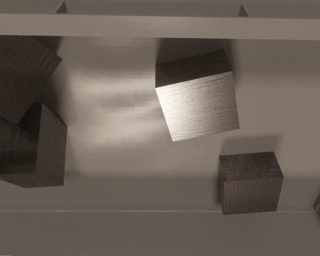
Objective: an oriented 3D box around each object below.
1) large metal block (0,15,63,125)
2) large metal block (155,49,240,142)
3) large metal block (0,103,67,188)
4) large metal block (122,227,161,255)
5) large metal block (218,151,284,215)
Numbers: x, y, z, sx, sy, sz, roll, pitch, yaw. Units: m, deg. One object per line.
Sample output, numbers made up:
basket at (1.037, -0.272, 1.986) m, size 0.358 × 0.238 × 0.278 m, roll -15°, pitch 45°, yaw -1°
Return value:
large metal block at (-0.161, -0.059, 0.312) m, size 0.080 × 0.080 × 0.050 m, roll 36°, pitch 165°, yaw -27°
large metal block at (0.044, -0.037, 0.362) m, size 0.080 × 0.050 × 0.080 m, roll -12°, pitch 130°, yaw 9°
large metal block at (-0.153, 0.024, 0.373) m, size 0.050 × 0.080 × 0.080 m, roll -4°, pitch 159°, yaw 3°
large metal block at (-0.033, 0.249, 0.587) m, size 0.050 × 0.080 × 0.080 m, roll -13°, pitch 129°, yaw 10°
large metal block at (0.132, 0.084, 0.466) m, size 0.080 × 0.050 × 0.080 m, roll -5°, pitch 130°, yaw 3°
